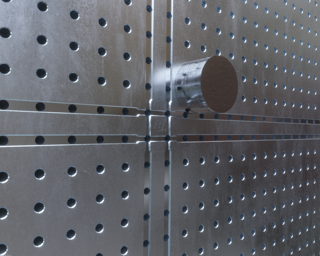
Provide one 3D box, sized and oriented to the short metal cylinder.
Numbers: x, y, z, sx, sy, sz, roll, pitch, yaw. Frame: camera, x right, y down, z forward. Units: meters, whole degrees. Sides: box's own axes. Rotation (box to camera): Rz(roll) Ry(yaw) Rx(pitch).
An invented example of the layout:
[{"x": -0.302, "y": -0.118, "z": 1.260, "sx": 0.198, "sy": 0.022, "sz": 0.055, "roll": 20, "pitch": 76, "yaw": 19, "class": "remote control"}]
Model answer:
[{"x": 0.068, "y": -0.061, "z": 0.448, "sx": 0.081, "sy": 0.050, "sz": 0.080, "roll": 0, "pitch": 90, "yaw": -40, "class": "short metal cylinder"}]
